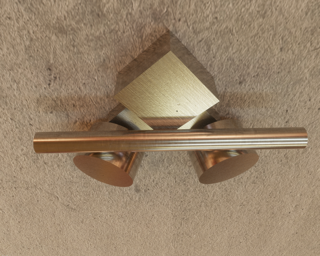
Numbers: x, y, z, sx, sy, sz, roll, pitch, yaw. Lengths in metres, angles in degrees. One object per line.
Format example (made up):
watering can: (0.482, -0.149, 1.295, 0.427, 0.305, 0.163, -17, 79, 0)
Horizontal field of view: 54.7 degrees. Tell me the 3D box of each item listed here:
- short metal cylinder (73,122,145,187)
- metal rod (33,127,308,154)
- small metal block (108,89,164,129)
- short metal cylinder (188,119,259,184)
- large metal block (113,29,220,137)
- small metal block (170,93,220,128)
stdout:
short metal cylinder: (-0.064, 0.036, 0.403, 0.080, 0.050, 0.080, 15, 149, 10)
metal rod: (0.011, 0.014, 0.353, 0.302, 0.025, 0.025, -1, 130, 0)
small metal block: (-0.030, -0.014, 0.397, 0.050, 0.025, 0.050, -36, 122, 25)
short metal cylinder: (0.079, 0.032, 0.402, 0.081, 0.050, 0.080, -15, 150, -9)
large metal block: (0.007, -0.047, 0.350, 0.080, 0.050, 0.080, -35, 122, 25)
small metal block: (0.043, -0.012, 0.398, 0.050, 0.025, 0.050, -36, 122, 26)
